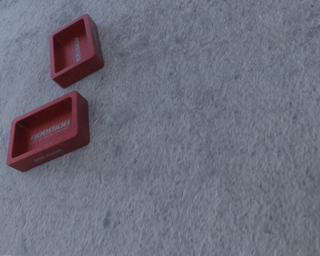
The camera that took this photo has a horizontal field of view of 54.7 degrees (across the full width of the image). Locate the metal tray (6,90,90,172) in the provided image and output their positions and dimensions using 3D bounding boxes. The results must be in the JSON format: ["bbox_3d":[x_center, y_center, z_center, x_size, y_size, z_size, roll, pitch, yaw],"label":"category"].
[{"bbox_3d":[-0.175,0.005,0.486,0.130,0.030,0.090,-22,53,14],"label":"metal tray"}]

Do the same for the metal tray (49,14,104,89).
[{"bbox_3d":[-0.156,-0.143,0.567,0.090,0.030,0.130,-26,53,11],"label":"metal tray"}]
